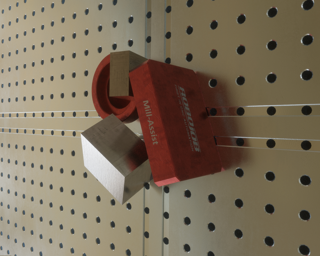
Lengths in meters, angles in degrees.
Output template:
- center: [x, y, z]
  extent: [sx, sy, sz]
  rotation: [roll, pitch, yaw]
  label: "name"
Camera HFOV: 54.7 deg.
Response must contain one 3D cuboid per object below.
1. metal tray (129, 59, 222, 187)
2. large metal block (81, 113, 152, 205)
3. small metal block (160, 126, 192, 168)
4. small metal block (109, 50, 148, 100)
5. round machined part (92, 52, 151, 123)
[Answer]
- center: [0.019, -0.006, 0.349]
  extent: [0.030, 0.091, 0.129]
  rotation: [-23, 76, 38]
  label: "metal tray"
- center: [-0.056, 0.042, 0.408]
  extent: [0.080, 0.050, 0.080]
  rotation: [41, 147, 20]
  label: "large metal block"
- center: [0.015, 0.025, 0.389]
  extent: [0.050, 0.025, 0.050]
  rotation: [19, 107, 49]
  label: "small metal block"
- center: [-0.034, -0.060, 0.366]
  extent: [0.025, 0.050, 0.050]
  rotation: [0, 89, 26]
  label: "small metal block"
- center: [-0.048, -0.055, 0.436]
  extent: [0.098, 0.042, 0.097]
  rotation: [0, 90, 39]
  label: "round machined part"
